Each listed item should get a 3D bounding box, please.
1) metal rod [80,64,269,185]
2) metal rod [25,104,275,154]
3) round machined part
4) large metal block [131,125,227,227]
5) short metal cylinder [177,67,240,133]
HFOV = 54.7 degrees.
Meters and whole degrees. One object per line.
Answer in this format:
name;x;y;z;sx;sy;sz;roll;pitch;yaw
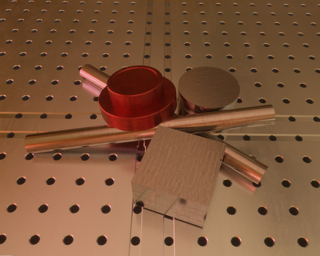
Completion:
metal rod;0.003;-0.016;0.421;0.300;0.025;0.025;31;57;23
metal rod;-0.014;0.002;0.382;0.302;0.025;0.025;-7;50;3
round machined part;-0.029;-0.044;0.389;0.099;0.042;0.098;-4;41;4
large metal block;0.022;0.052;0.345;0.080;0.050;0.080;16;52;12
short metal cylinder;0.064;-0.039;0.424;0.081;0.050;0.080;0;50;0
